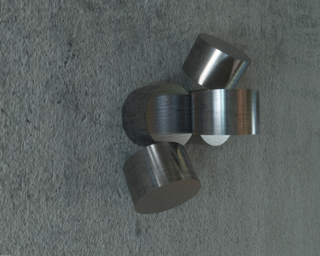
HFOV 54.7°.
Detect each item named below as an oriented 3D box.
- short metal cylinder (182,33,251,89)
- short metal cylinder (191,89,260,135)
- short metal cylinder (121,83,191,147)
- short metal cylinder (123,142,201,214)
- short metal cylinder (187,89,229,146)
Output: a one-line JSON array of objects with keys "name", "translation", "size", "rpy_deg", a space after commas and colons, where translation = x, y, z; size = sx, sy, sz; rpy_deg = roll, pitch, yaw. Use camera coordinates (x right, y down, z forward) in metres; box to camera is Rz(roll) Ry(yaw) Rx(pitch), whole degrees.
[{"name": "short metal cylinder", "translation": [0.078, -0.090, 0.429], "size": [0.081, 0.080, 0.050], "rpy_deg": [1, 128, -40]}, {"name": "short metal cylinder", "translation": [0.078, -0.018, 0.373], "size": [0.081, 0.080, 0.050], "rpy_deg": [-2, 92, -40]}, {"name": "short metal cylinder", "translation": [-0.001, -0.014, 0.390], "size": [0.081, 0.050, 0.079], "rpy_deg": [0, 90, -40]}, {"name": "short metal cylinder", "translation": [0.002, 0.060, 0.365], "size": [0.081, 0.080, 0.050], "rpy_deg": [10, 45, -40]}, {"name": "short metal cylinder", "translation": [0.061, -0.016, 0.442], "size": [0.081, 0.050, 0.079], "rpy_deg": [0, 90, -40]}]
